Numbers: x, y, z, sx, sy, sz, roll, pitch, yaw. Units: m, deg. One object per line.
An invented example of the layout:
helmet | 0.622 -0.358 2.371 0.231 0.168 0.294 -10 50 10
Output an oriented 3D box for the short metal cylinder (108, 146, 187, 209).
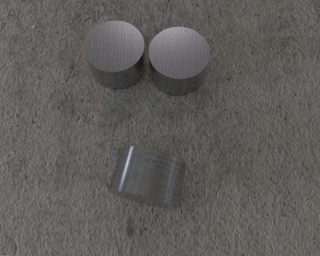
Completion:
short metal cylinder | -0.014 0.059 0.357 0.080 0.080 0.050 13 71 4

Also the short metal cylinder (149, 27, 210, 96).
short metal cylinder | 0.025 -0.091 0.428 0.081 0.050 0.080 0 70 0

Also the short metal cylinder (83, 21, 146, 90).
short metal cylinder | -0.061 -0.100 0.431 0.081 0.050 0.080 0 70 0
